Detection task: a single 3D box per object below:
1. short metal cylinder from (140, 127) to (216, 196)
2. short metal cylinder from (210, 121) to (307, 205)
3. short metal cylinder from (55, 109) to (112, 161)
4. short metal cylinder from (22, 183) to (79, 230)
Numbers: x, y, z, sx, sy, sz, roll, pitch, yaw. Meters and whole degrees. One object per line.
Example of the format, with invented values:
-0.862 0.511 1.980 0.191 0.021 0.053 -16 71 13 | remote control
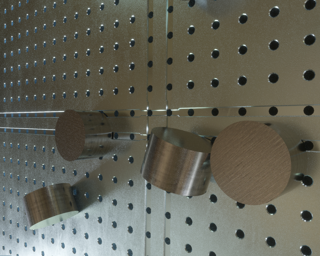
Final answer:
0.023 0.036 0.355 0.080 0.081 0.050 26 106 37 | short metal cylinder
0.099 0.033 0.312 0.080 0.050 0.079 0 90 40 | short metal cylinder
-0.123 0.011 0.495 0.080 0.050 0.079 0 90 40 | short metal cylinder
-0.186 0.133 0.527 0.080 0.081 0.050 -36 68 34 | short metal cylinder
